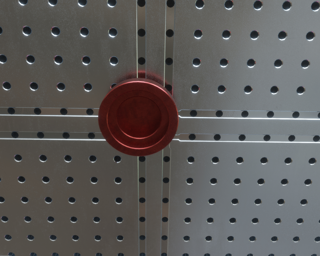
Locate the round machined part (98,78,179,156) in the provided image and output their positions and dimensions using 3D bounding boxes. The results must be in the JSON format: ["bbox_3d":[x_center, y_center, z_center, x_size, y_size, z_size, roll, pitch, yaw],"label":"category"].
[{"bbox_3d":[-0.027,-0.016,0.398,0.099,0.042,0.097,0,110,-1],"label":"round machined part"}]
